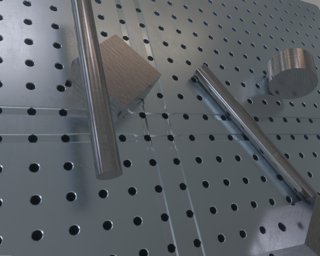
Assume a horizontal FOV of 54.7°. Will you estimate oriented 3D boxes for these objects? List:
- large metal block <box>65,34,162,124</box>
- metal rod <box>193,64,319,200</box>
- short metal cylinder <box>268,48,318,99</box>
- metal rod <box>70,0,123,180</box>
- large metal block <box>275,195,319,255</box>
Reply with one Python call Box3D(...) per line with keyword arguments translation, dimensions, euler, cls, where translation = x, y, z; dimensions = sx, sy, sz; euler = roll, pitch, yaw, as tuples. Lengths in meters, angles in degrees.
Box3D(translation=(-0.059, -0.062, 0.398), dimensions=(0.080, 0.050, 0.080), euler=(42, 51, 0), cls="large metal block")
Box3D(translation=(0.157, 0.021, 0.480), dimensions=(0.025, 0.025, 0.300), euler=(-33, 80, -38), cls="metal rod")
Box3D(translation=(0.238, -0.097, 0.561), dimensions=(0.080, 0.080, 0.050), euler=(21, 54, -16), cls="short metal cylinder")
Box3D(translation=(-0.081, -0.087, 0.353), dimensions=(0.025, 0.025, 0.299), euler=(0, 62, -28), cls="metal rod")
Box3D(translation=(0.212, 0.152, 0.414), dimensions=(0.080, 0.050, 0.080), euler=(41, 51, -1), cls="large metal block")
